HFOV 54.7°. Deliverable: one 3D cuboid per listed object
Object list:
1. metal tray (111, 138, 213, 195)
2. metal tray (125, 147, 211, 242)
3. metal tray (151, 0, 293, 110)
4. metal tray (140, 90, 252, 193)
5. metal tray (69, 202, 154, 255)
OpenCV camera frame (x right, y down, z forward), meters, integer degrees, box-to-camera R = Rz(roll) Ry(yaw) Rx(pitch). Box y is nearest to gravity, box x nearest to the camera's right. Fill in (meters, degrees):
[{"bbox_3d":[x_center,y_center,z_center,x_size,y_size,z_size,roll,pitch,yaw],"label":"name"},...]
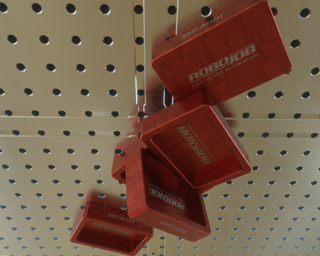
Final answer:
[{"bbox_3d":[0.005,0.069,0.466,0.130,0.030,0.090,36,121,-27],"label":"metal tray"},{"bbox_3d":[0.012,0.092,0.417,0.030,0.090,0.130,-35,132,25],"label":"metal tray"},{"bbox_3d":[0.067,-0.076,0.345,0.130,0.030,0.090,-25,126,19],"label":"metal tray"},{"bbox_3d":[0.047,0.023,0.388,0.090,0.030,0.130,-26,126,20],"label":"metal tray"},{"bbox_3d":[-0.088,0.188,0.567,0.131,0.030,0.089,21,127,-17],"label":"metal tray"}]
